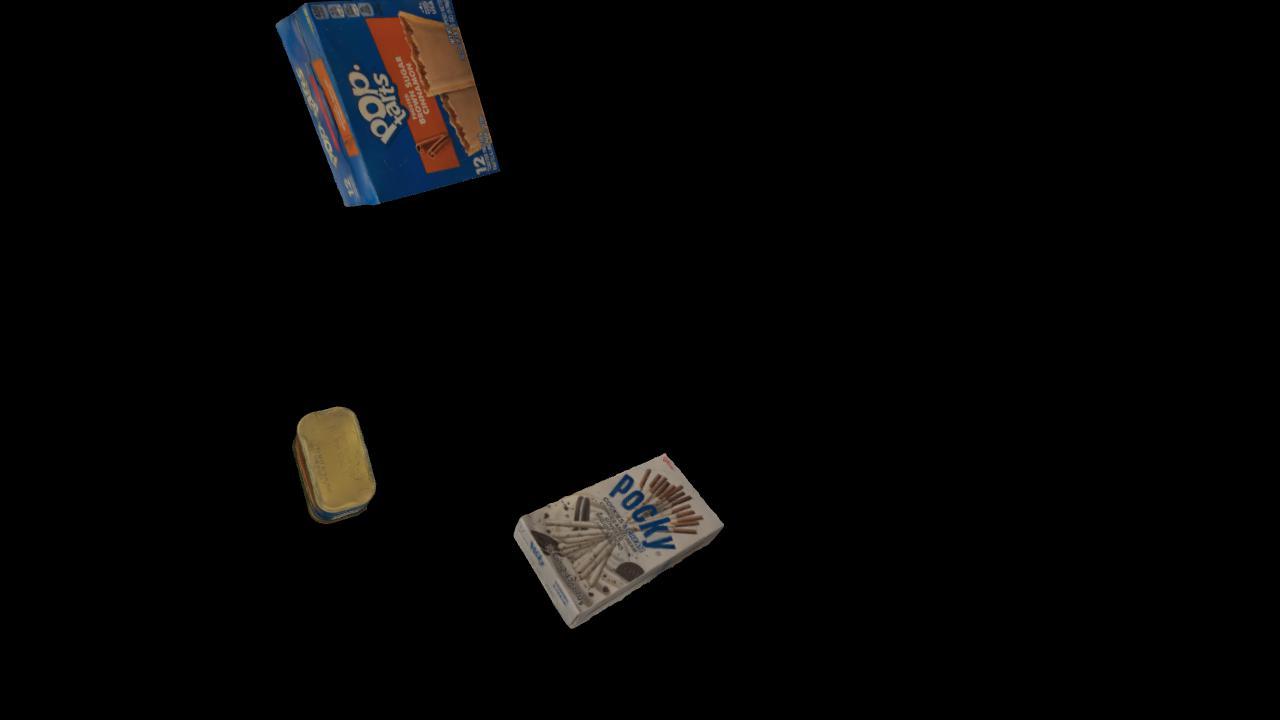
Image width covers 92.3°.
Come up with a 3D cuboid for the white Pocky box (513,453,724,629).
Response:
[{"bbox_3d":[-0.013,0.134,0.481,0.154,0.028,0.084,-17,56,-41],"label":"white Pocky box"}]

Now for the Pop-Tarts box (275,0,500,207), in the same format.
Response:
[{"bbox_3d":[-0.236,-0.248,0.597,0.083,0.167,0.141,8,30,44],"label":"Pop-Tarts box"}]

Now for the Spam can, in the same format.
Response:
[{"bbox_3d":[-0.297,0.103,0.599,0.058,0.101,0.085,-15,-10,-34],"label":"Spam can"}]
